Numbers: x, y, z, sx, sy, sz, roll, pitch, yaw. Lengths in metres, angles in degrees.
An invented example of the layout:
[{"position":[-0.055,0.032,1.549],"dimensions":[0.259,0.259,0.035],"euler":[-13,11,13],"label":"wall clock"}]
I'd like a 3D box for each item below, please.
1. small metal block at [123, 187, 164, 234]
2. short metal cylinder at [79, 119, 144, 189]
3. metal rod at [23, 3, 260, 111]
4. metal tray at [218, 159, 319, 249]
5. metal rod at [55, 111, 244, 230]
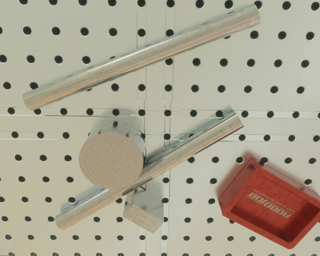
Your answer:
[{"position":[-0.023,0.115,0.442],"dimensions":[0.050,0.050,0.025],"euler":[33,107,-12],"label":"small metal block"},{"position":[-0.061,0.034,0.412],"dimensions":[0.081,0.050,0.079],"euler":[0,110,-1],"label":"short metal cylinder"},{"position":[-0.028,-0.084,0.381],"dimensions":[0.301,0.025,0.025],"euler":[-20,109,6],"label":"metal rod"},{"position":[0.165,0.113,0.454],"dimensions":[0.131,0.030,0.090],"euler":[29,107,-11],"label":"metal tray"},{"position":[-0.022,0.064,0.436],"dimensions":[0.300,0.025,0.025],"euler":[-31,108,10],"label":"metal rod"}]
